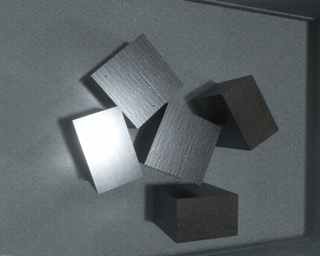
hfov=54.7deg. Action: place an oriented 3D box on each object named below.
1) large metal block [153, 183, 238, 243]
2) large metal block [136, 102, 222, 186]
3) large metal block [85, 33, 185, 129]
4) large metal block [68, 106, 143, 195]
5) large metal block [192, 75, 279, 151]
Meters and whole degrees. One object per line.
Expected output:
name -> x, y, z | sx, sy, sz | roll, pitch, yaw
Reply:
large metal block -> 0.043, 0.104, 0.398 | 0.081, 0.080, 0.050 | 1, 90, -20
large metal block -> 0.022, 0.021, 0.405 | 0.080, 0.050, 0.080 | 24, 82, -19
large metal block -> -0.032, -0.055, 0.384 | 0.080, 0.050, 0.080 | -44, 104, -15
large metal block -> -0.066, 0.022, 0.356 | 0.050, 0.080, 0.080 | -20, 97, -19
large metal block -> 0.099, -0.019, 0.417 | 0.050, 0.080, 0.080 | -33, 101, -17
